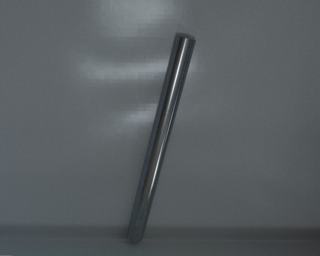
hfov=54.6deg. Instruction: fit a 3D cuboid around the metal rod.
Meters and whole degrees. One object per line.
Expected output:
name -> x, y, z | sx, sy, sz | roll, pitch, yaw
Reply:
metal rod -> -0.003, 0.028, 0.421 | 0.025, 0.025, 0.298 | 13, 110, -5
